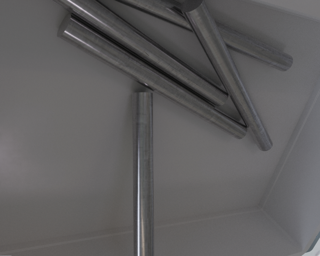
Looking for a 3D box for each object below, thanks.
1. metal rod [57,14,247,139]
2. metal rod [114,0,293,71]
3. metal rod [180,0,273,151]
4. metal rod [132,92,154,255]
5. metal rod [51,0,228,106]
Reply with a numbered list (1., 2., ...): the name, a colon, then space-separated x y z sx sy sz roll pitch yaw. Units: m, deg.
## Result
1. metal rod: 0.016 -0.046 0.388 0.301 0.025 0.025 26 104 -37
2. metal rod: 0.057 -0.118 0.366 0.302 0.025 0.025 11 113 -33
3. metal rod: 0.105 -0.048 0.416 0.025 0.025 0.300 -43 135 1
4. metal rod: -0.020 0.107 0.377 0.025 0.025 0.298 -1 91 -28
5. metal rod: -0.024 -0.093 0.337 0.301 0.025 0.025 26 104 -37
